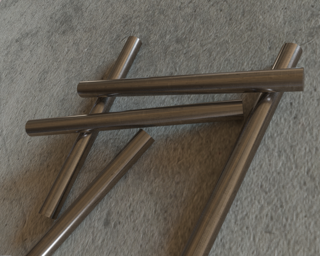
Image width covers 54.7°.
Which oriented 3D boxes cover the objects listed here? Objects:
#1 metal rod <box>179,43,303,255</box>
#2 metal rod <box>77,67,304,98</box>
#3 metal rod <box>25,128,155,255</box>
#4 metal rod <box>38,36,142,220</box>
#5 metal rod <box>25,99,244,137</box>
[{"bbox_3d":[0.089,0.030,0.338,0.025,0.025,0.300,19,71,35],"label":"metal rod"},{"bbox_3d":[0.017,-0.054,0.393,0.300,0.025,0.025,2,63,28],"label":"metal rod"},{"bbox_3d":[-0.116,0.119,0.389,0.300,0.025,0.025,-48,52,-6],"label":"metal rod"},{"bbox_3d":[-0.095,-0.014,0.460,0.025,0.025,0.300,9,66,32],"label":"metal rod"},{"bbox_3d":[-0.045,-0.011,0.410,0.301,0.025,0.025,-5,60,17],"label":"metal rod"}]
